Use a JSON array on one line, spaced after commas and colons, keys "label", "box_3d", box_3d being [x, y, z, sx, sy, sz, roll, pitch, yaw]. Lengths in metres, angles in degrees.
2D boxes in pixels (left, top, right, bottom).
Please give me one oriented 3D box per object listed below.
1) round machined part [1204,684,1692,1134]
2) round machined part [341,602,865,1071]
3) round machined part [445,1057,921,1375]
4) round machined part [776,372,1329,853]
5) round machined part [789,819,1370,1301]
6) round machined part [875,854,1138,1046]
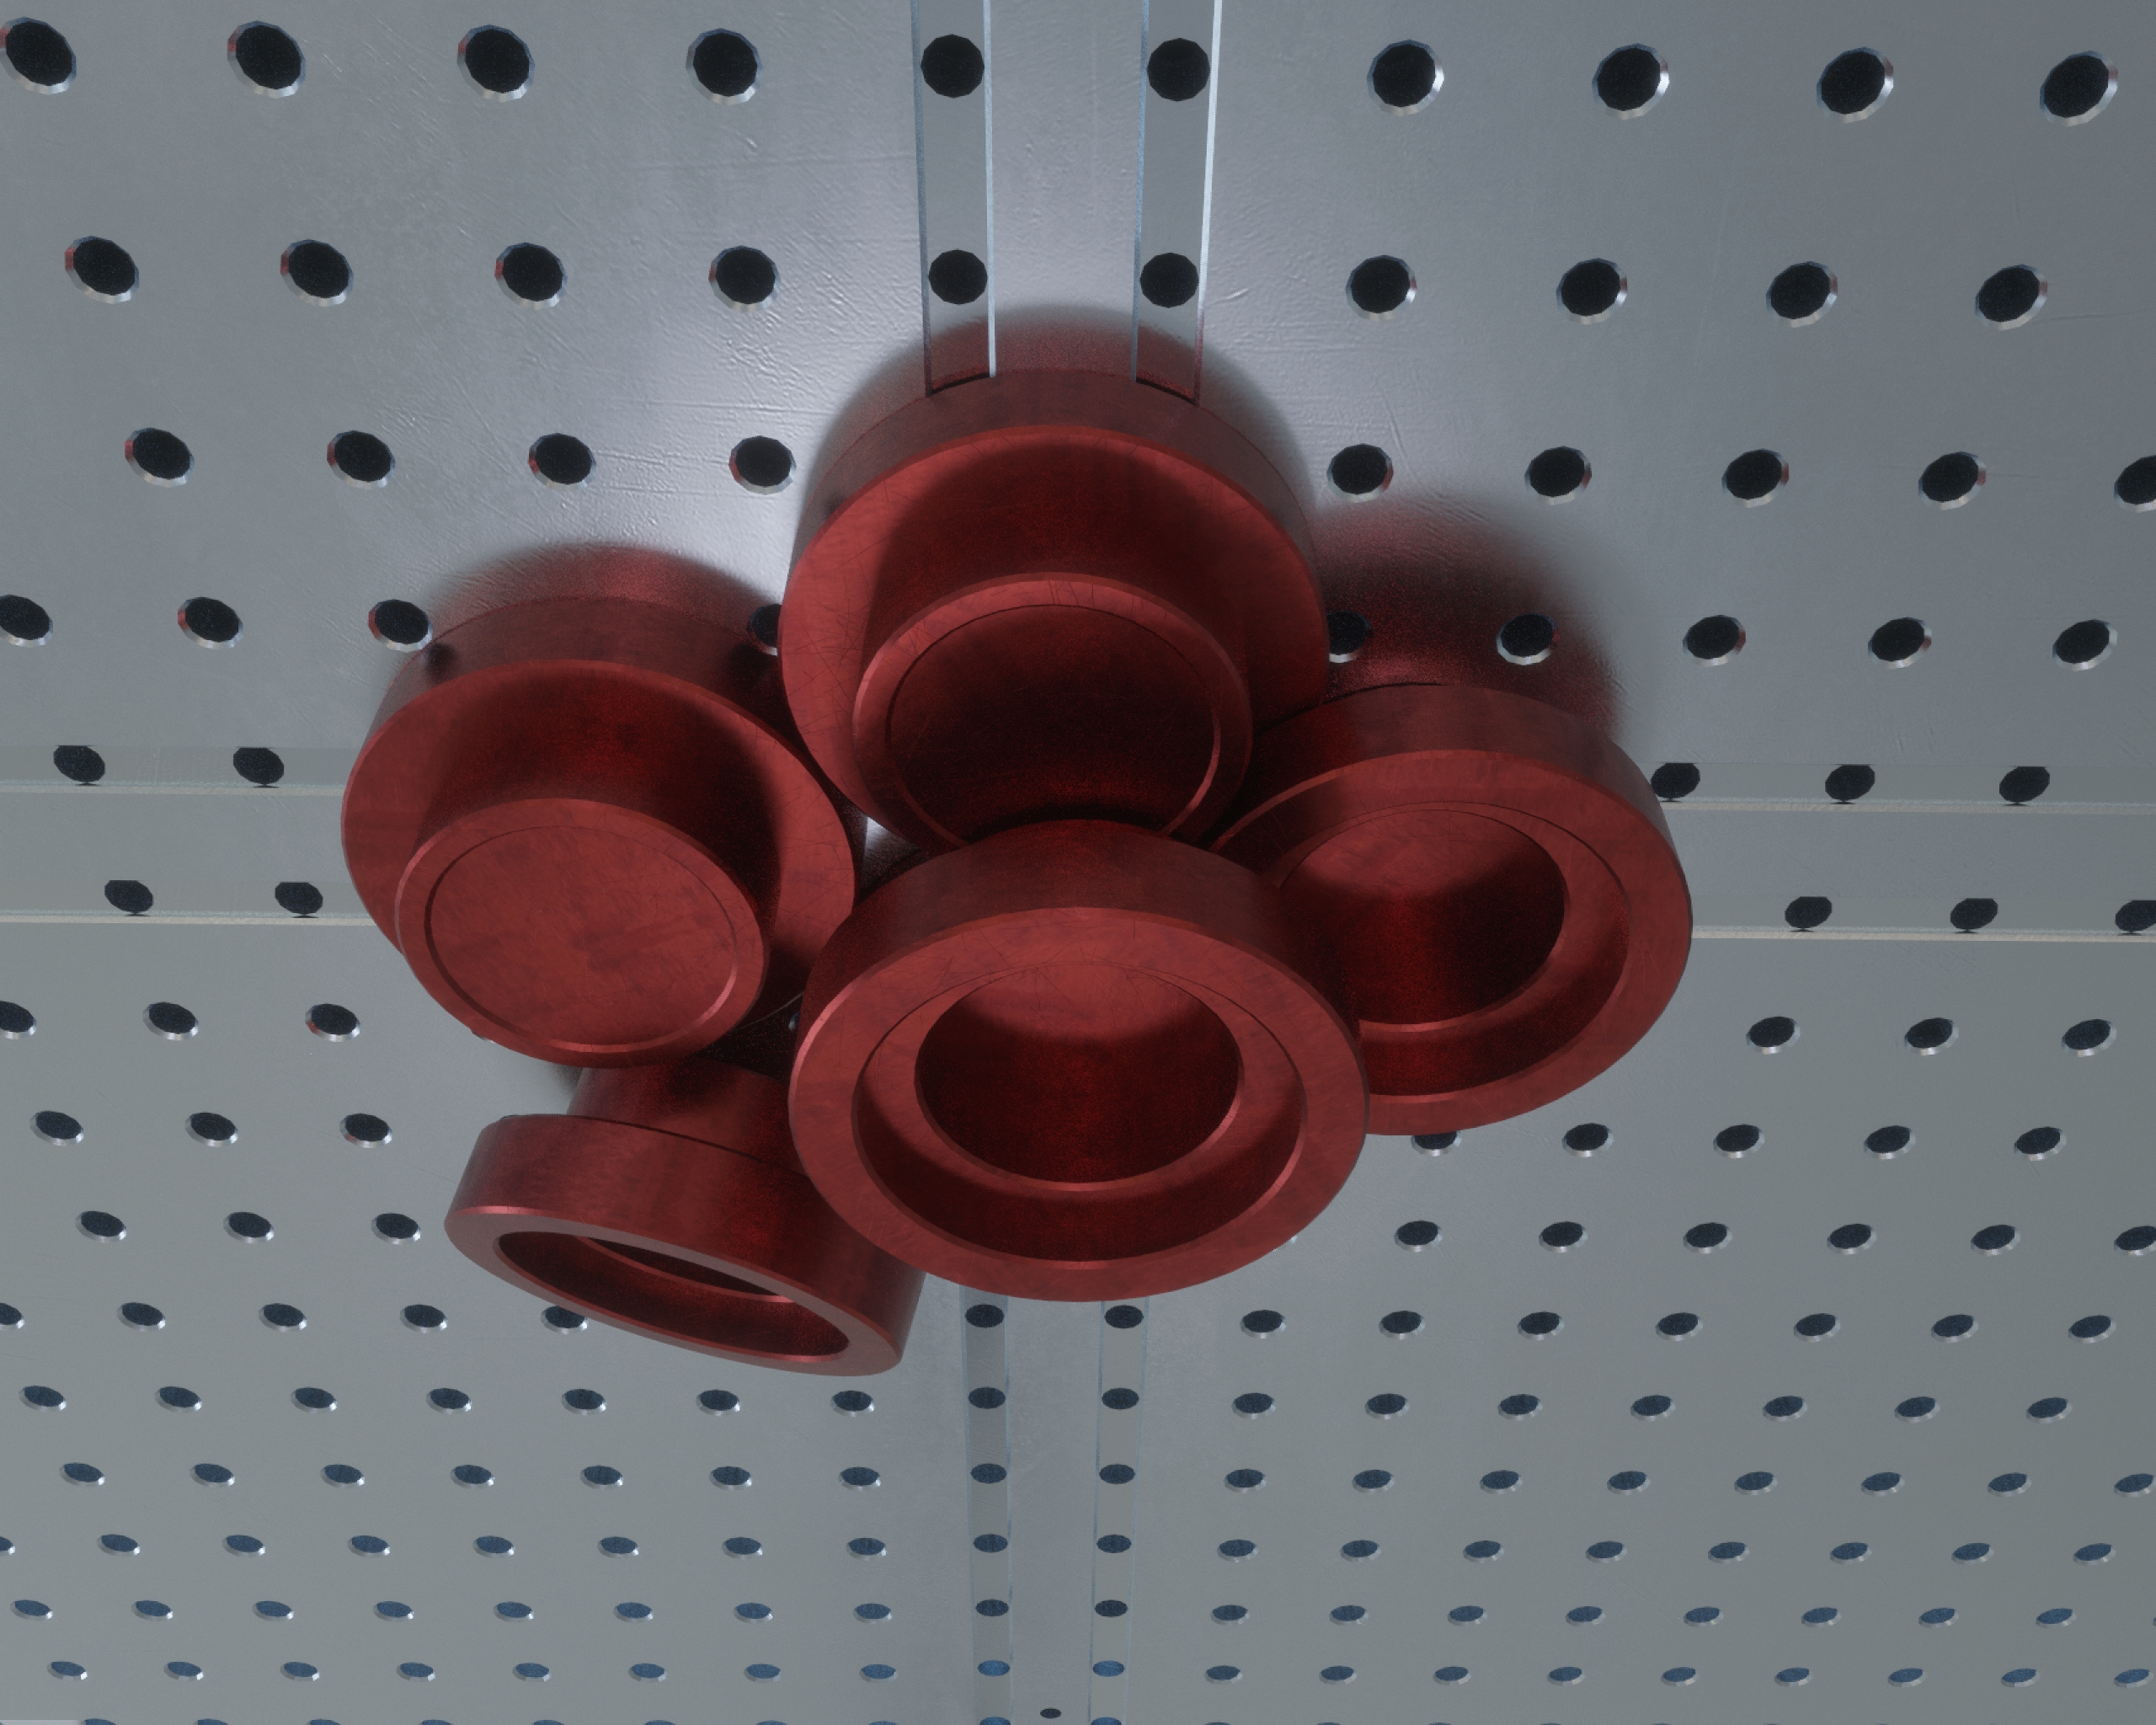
[{"label": "round machined part", "box_3d": [0.064, 0.005, 0.404, 0.099, 0.042, 0.097, 0, 130, 0]}, {"label": "round machined part", "box_3d": [-0.091, 0.002, 0.401, 0.099, 0.042, 0.097, 0, 130, 0]}, {"label": "round machined part", "box_3d": [-0.079, 0.073, 0.444, 0.098, 0.042, 0.098, 12, 154, 6]}, {"label": "round machined part", "box_3d": [-0.004, -0.034, 0.372, 0.099, 0.042, 0.097, 0, 130, 0]}, {"label": "round machined part", "box_3d": [0.000, 0.031, 0.370, 0.099, 0.042, 0.097, 0, 130, 0]}, {"label": "round machined part", "box_3d": [-0.004, 0.041, 0.435, 0.099, 0.042, 0.097, 0, 130, 0]}]
